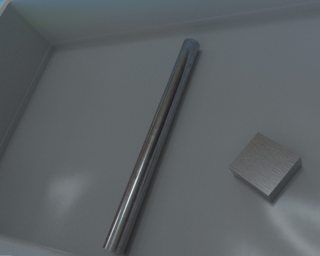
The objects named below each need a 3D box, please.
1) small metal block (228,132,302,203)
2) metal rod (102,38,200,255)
[{"bbox_3d":[0.110,0.040,0.323,0.050,0.025,0.050,-48,52,-6],"label":"small metal block"},{"bbox_3d":[-0.003,0.007,0.401,0.025,0.025,0.300,7,65,31],"label":"metal rod"}]
